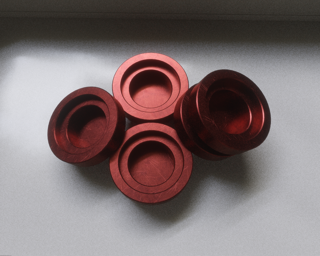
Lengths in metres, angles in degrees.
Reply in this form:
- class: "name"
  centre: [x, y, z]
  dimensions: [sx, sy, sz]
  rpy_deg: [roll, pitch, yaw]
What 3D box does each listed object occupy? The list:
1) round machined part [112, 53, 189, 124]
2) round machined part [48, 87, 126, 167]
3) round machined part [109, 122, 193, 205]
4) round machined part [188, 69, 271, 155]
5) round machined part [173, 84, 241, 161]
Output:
- class: "round machined part"
  centre: [-0.012, -0.048, 0.416]
  dimensions: [0.099, 0.042, 0.098]
  rpy_deg: [0, 70, 0]
- class: "round machined part"
  centre: [-0.086, 0.001, 0.387]
  dimensions: [0.098, 0.042, 0.098]
  rpy_deg: [-7, 68, 19]
- class: "round machined part"
  centre: [-0.010, 0.045, 0.381]
  dimensions: [0.099, 0.042, 0.098]
  rpy_deg: [0, 70, 0]
- class: "round machined part"
  centre: [0.077, -0.016, 0.364]
  dimensions: [0.099, 0.042, 0.098]
  rpy_deg: [8, 68, -21]
- class: "round machined part"
  centre: [0.061, -0.006, 0.390]
  dimensions: [0.099, 0.042, 0.098]
  rpy_deg: [8, 68, -21]
